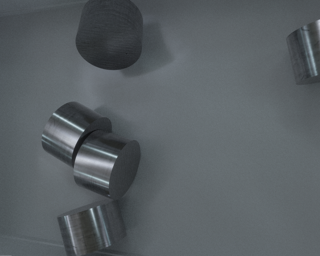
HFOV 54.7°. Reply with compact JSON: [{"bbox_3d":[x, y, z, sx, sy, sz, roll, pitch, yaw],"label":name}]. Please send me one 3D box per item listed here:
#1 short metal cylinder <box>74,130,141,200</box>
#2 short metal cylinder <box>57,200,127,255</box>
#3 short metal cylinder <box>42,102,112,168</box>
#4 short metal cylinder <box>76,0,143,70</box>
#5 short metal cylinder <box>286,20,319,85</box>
[{"bbox_3d":[-0.066,0.047,0.404,0.050,0.080,0.079,16,95,19],"label":"short metal cylinder"},{"bbox_3d":[-0.090,0.129,0.412,0.080,0.080,0.050,-18,84,19],"label":"short metal cylinder"},{"bbox_3d":[-0.110,0.011,0.419,0.050,0.080,0.080,27,99,17],"label":"short metal cylinder"},{"bbox_3d":[-0.063,-0.120,0.395,0.080,0.080,0.050,-14,53,19],"label":"short metal cylinder"},{"bbox_3d":[0.178,-0.079,0.319,0.080,0.080,0.050,-12,86,19],"label":"short metal cylinder"}]
